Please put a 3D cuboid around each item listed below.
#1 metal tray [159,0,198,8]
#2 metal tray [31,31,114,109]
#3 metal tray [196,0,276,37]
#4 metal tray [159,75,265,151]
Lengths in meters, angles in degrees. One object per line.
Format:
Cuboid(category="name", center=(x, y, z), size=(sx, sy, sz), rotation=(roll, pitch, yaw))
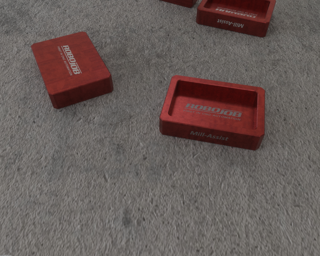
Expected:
Cuboid(category="metal tray", center=(0.031, -0.306, 0.592), size=(0.090, 0.129, 0.030), rotation=(22, 54, 17))
Cuboid(category="metal tray", center=(-0.137, -0.094, 0.478), size=(0.091, 0.030, 0.130), rotation=(-20, 53, -17))
Cuboid(category="metal tray", center=(0.144, -0.221, 0.585), size=(0.130, 0.030, 0.090), rotation=(17, 52, 13))
Cuboid(category="metal tray", center=(0.072, -0.024, 0.419), size=(0.131, 0.030, 0.090), rotation=(10, 51, 8))
